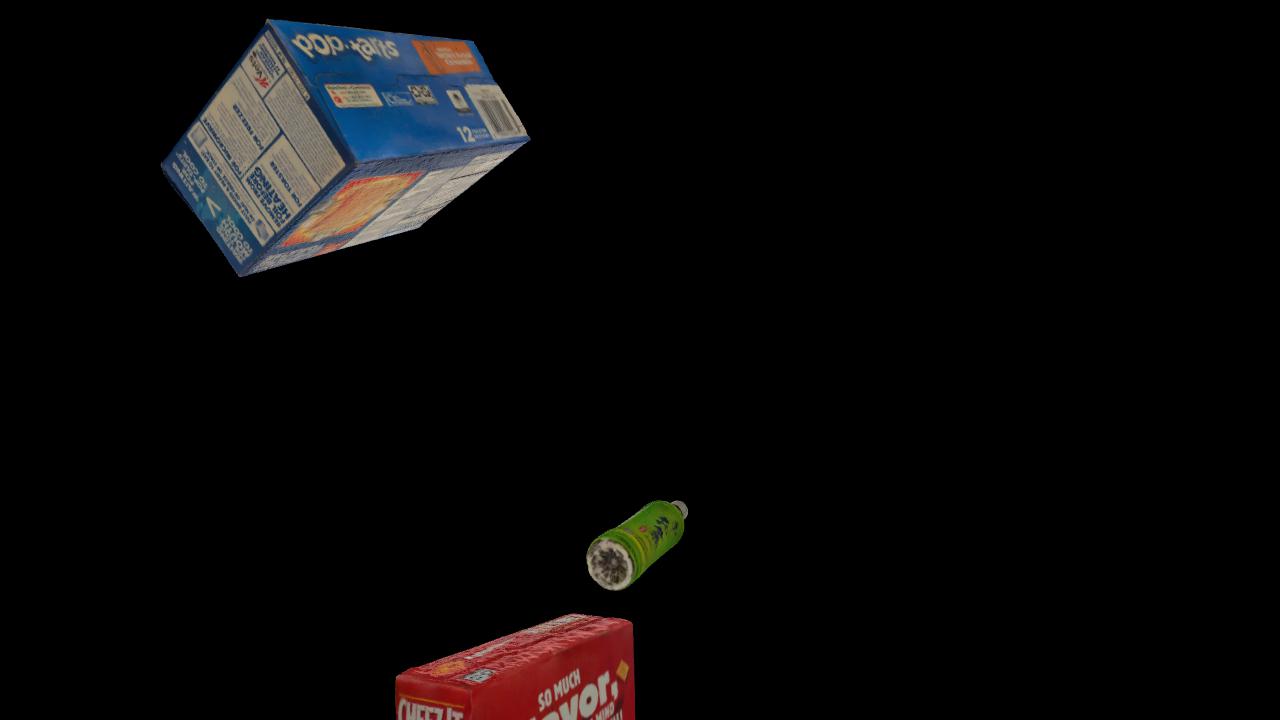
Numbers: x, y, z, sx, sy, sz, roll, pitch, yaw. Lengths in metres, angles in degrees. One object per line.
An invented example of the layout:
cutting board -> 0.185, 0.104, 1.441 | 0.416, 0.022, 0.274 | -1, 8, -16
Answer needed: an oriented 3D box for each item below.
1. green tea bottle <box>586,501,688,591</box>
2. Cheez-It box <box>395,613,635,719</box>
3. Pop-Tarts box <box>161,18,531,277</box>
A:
green tea bottle -> 0.010, 0.234, 0.826 | 0.073, 0.073, 0.212 | 0, 8, 27
Cheez-It box -> -0.069, 0.295, 0.389 | 0.071, 0.223, 0.166 | -8, -11, 30
Pop-Tarts box -> -0.184, -0.139, 0.409 | 0.141, 0.083, 0.167 | -25, 9, 31
